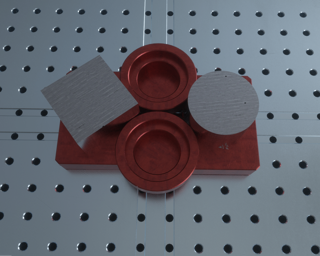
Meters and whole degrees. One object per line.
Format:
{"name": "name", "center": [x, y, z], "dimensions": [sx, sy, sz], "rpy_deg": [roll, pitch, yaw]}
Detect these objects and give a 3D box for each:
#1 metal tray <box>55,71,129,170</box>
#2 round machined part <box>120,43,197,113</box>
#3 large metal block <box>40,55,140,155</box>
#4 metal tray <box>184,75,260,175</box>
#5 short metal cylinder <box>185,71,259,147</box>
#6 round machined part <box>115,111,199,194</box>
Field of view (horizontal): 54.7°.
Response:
{"name": "metal tray", "center": [-0.082, -0.012, 0.412], "dimensions": [0.091, 0.030, 0.130], "rpy_deg": [1, 70, -1]}
{"name": "round machined part", "center": [-0.002, -0.061, 0.415], "dimensions": [0.099, 0.042, 0.098], "rpy_deg": [0, 70, 0]}
{"name": "large metal block", "center": [-0.081, -0.027, 0.376], "dimensions": [0.080, 0.050, 0.080], "rpy_deg": [-35, 74, -12]}
{"name": "metal tray", "center": [0.077, -0.006, 0.409], "dimensions": [0.091, 0.030, 0.130], "rpy_deg": [1, 70, 0]}
{"name": "short metal cylinder", "center": [0.072, -0.022, 0.374], "dimensions": [0.081, 0.050, 0.080], "rpy_deg": [0, 70, 0]}
{"name": "round machined part", "center": [-0.003, 0.032, 0.381], "dimensions": [0.099, 0.042, 0.098], "rpy_deg": [0, 70, 0]}
